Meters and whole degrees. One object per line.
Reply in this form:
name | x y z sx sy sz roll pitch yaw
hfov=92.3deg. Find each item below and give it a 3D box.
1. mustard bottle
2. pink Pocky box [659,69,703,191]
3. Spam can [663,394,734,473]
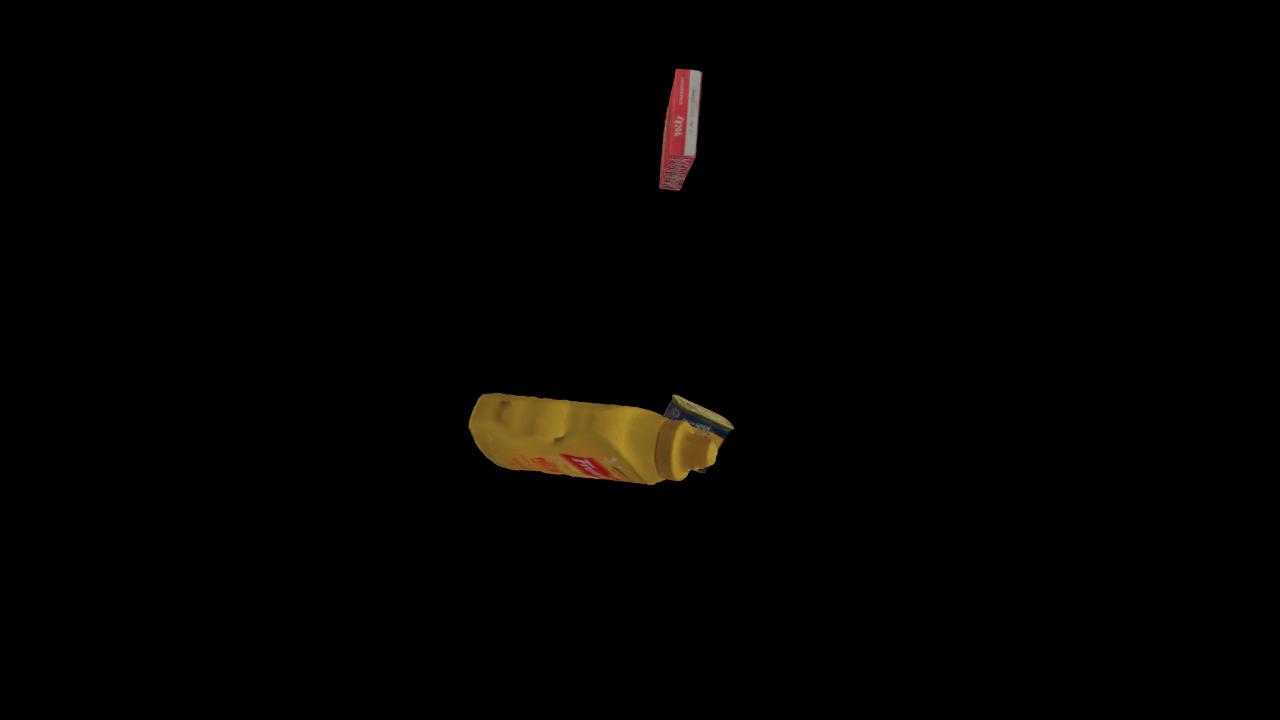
mustard bottle | -0.031 0.061 0.461 0.184 0.054 0.092 2 -35 26
pink Pocky box | 0.041 -0.240 0.661 0.029 0.084 0.155 5 4 -2
Spam can | 0.075 0.112 0.921 0.101 0.085 0.058 25 10 -18
